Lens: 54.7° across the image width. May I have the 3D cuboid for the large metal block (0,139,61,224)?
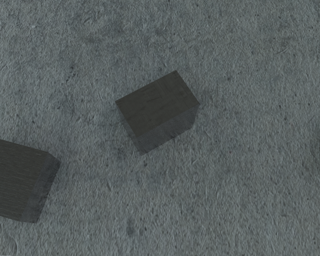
[{"bbox_3d":[-0.178,0.062,0.371,0.080,0.050,0.080,14,71,5],"label":"large metal block"}]

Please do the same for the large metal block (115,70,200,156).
[{"bbox_3d":[-0.003,-0.015,0.384,0.080,0.080,0.050,-29,73,-10],"label":"large metal block"}]
